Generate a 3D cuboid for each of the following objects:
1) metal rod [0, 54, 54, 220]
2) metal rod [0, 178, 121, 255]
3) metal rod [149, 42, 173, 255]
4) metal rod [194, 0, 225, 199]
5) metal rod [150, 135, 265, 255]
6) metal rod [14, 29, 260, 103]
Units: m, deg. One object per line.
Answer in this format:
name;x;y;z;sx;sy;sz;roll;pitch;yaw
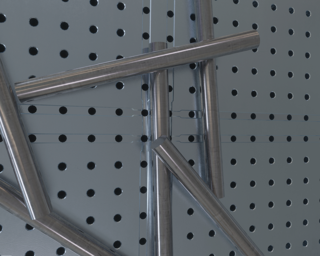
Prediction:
metal rod;-0.176;-0.047;0.335;0.025;0.025;0.299;-19;92;-19
metal rod;-0.117;0.123;0.369;0.301;0.025;0.025;40;78;-16
metal rod;0.002;0.038;0.412;0.025;0.025;0.298;-2;91;-20
metal rod;0.069;-0.051;0.437;0.025;0.025;0.298;-5;92;-20
metal rod;0.088;0.127;0.430;0.025;0.025;0.300;-44;110;-14
metal rod;-0.018;-0.079;0.381;0.302;0.025;0.025;-15;95;-11
